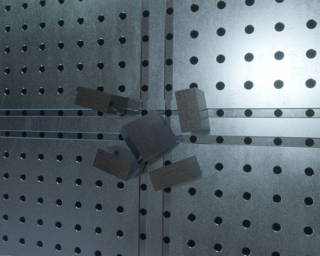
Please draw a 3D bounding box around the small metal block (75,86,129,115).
[{"bbox_3d":[-0.079,-0.037,0.426,0.050,0.050,0.025,16,96,19],"label":"small metal block"}]

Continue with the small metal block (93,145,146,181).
[{"bbox_3d":[-0.053,0.046,0.417,0.050,0.050,0.025,21,98,18],"label":"small metal block"}]

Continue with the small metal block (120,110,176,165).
[{"bbox_3d":[-0.016,0.012,0.403,0.050,0.025,0.050,-28,78,-25],"label":"small metal block"}]

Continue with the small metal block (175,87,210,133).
[{"bbox_3d":[0.041,-0.021,0.384,0.025,0.050,0.050,-10,87,19],"label":"small metal block"}]

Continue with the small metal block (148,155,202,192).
[{"bbox_3d":[0.020,0.056,0.391,0.050,0.050,0.025,-22,83,18],"label":"small metal block"}]
